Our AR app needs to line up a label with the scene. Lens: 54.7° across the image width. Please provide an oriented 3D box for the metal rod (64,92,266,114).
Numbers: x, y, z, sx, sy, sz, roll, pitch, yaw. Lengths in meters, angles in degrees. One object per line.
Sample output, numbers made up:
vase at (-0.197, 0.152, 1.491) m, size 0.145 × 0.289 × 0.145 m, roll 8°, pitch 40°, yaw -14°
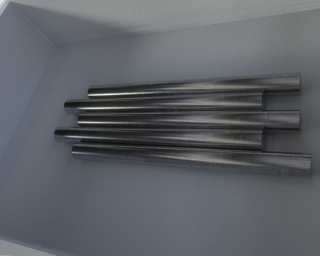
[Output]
metal rod at (-0.013, -0.032, 0.429) m, size 0.300 × 0.025 × 0.025 m, roll 1°, pitch 62°, yaw 28°

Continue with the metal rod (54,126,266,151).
metal rod at (-0.020, 0.012, 0.406) m, size 0.300 × 0.025 × 0.025 m, roll 1°, pitch 62°, yaw 28°

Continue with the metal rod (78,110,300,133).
metal rod at (0.017, -0.009, 0.400) m, size 0.300 × 0.025 × 0.025 m, roll 1°, pitch 62°, yaw 28°

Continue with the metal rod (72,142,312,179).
metal rod at (0.015, 0.035, 0.373) m, size 0.300 × 0.025 × 0.025 m, roll 1°, pitch 62°, yaw 28°

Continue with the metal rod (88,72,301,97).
metal rod at (0.027, -0.053, 0.421) m, size 0.300 × 0.025 × 0.025 m, roll 1°, pitch 62°, yaw 28°
